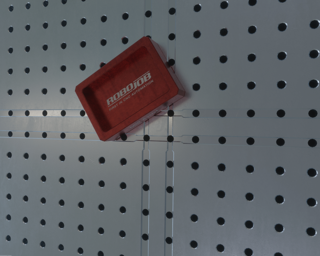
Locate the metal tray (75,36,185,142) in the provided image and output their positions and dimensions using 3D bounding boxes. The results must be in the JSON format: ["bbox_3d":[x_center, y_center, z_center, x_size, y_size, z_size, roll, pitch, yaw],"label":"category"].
[{"bbox_3d":[-0.044,-0.050,0.425,0.130,0.030,0.090,-32,80,17],"label":"metal tray"}]
